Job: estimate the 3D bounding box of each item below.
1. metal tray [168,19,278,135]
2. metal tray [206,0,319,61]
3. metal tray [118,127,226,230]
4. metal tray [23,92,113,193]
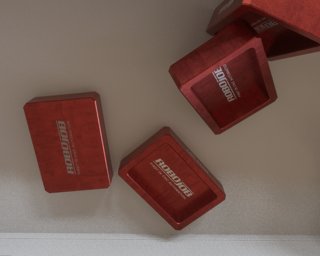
[{"bbox_3d":[0.077,-0.048,0.351,0.090,0.030,0.130,-33,146,11],"label":"metal tray"},{"bbox_3d":[0.108,-0.105,0.315,0.090,0.130,0.030,22,94,-8],"label":"metal tray"},{"bbox_3d":[0.018,0.073,0.435,0.090,0.030,0.130,-39,106,13],"label":"metal tray"},{"bbox_3d":[-0.118,0.021,0.415,0.091,0.030,0.129,-5,110,2],"label":"metal tray"}]
